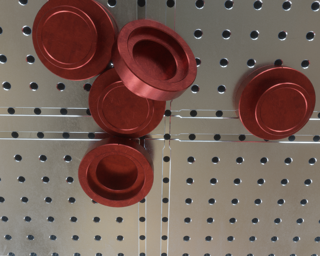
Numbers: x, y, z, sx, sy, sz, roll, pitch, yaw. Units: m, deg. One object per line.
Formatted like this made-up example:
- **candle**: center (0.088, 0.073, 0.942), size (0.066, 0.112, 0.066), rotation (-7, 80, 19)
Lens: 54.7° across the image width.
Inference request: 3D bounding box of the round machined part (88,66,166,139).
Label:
- **round machined part**: center (-0.042, -0.031, 0.392), size (0.099, 0.042, 0.097), rotation (0, 110, -1)

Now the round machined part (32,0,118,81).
- **round machined part**: center (-0.101, -0.104, 0.359), size (0.099, 0.042, 0.097), rotation (1, 105, 3)

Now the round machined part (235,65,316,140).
- **round machined part**: center (0.150, -0.029, 0.396), size (0.099, 0.042, 0.097), rotation (0, 110, -1)

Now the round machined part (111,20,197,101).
- **round machined part**: center (-0.010, -0.073, 0.358), size (0.098, 0.098, 0.042), rotation (32, 142, -11)

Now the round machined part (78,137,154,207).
- **round machined part**: center (-0.057, 0.056, 0.422), size (0.099, 0.042, 0.097), rotation (0, 113, 0)
